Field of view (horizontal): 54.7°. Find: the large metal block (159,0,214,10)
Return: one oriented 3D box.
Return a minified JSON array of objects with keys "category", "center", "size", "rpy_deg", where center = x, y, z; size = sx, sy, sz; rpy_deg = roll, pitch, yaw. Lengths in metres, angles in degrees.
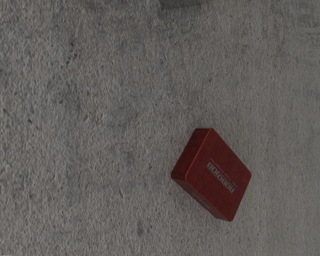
[{"category":"large metal block","center":[0.038,-0.211,0.419],"size":[0.081,0.050,0.080],"rpy_deg":[-24,105,-38]}]

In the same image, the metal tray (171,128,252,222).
[{"category":"metal tray","center":[0.083,0.072,0.471],"size":[0.130,0.030,0.090],"rpy_deg":[45,63,-31]}]
